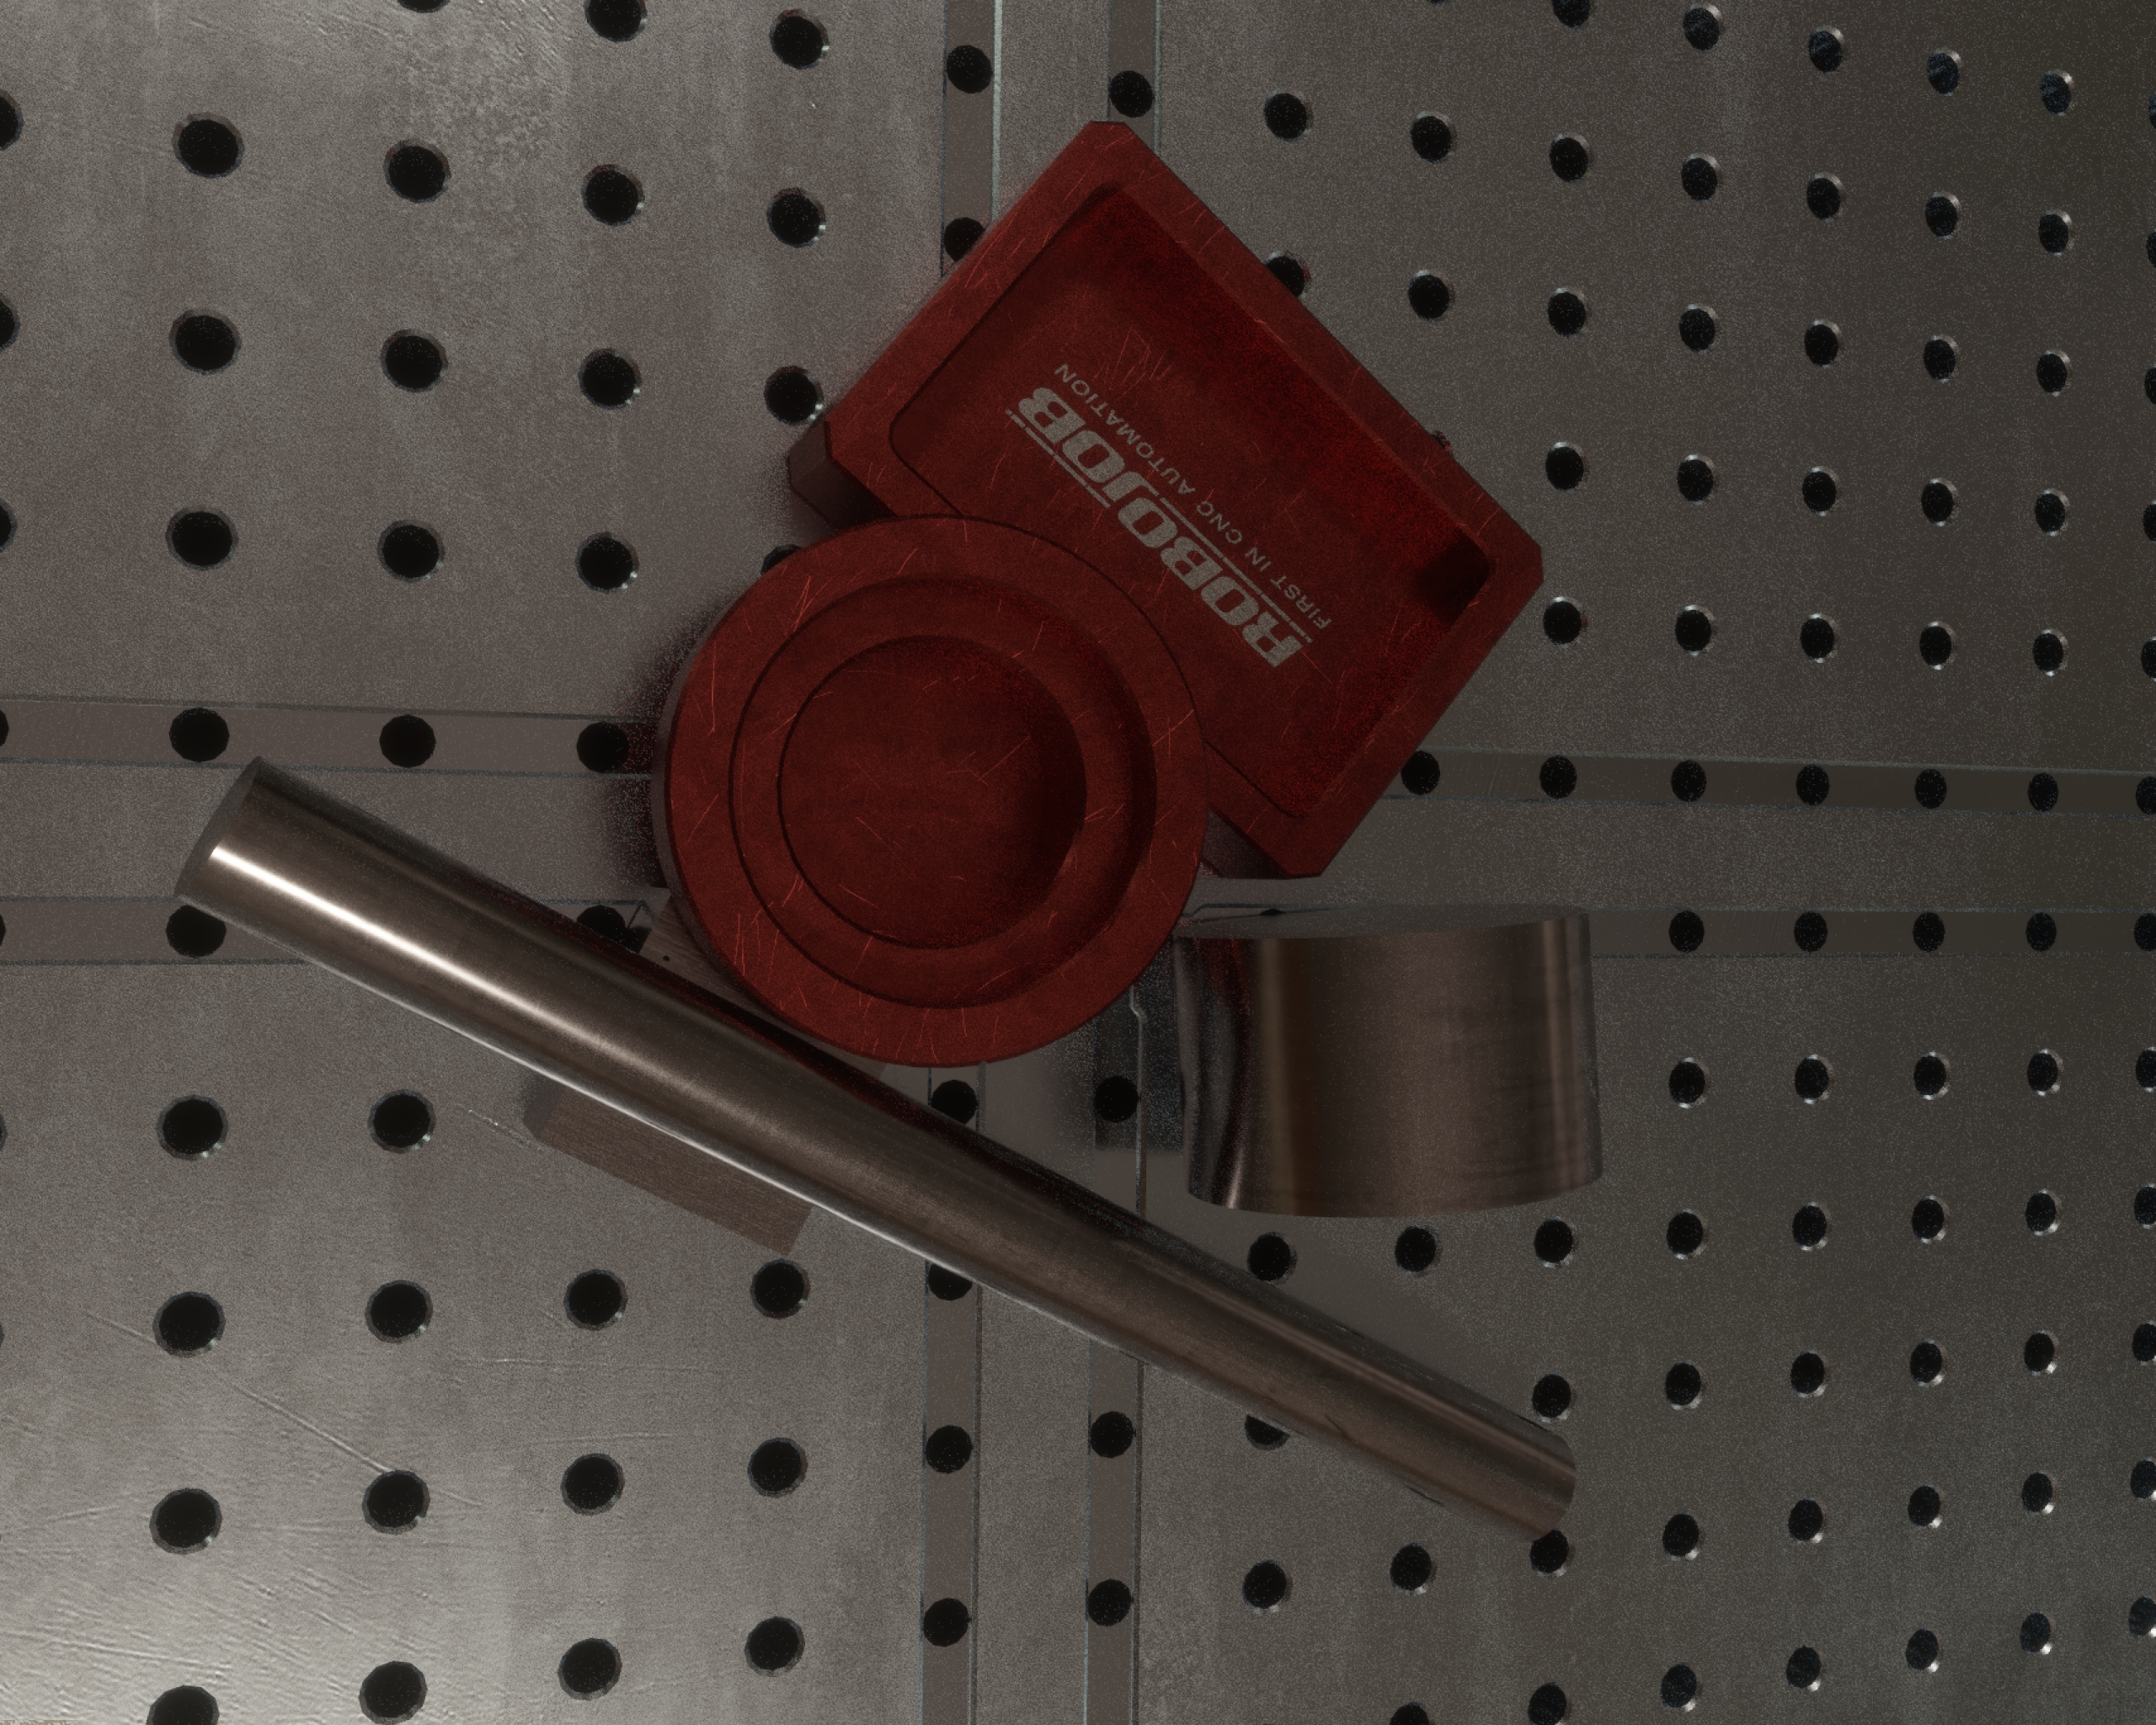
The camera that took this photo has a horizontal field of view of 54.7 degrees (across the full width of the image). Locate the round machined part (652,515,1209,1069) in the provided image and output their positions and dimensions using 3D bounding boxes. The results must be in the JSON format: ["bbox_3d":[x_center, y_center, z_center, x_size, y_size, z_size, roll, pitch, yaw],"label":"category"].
[{"bbox_3d":[-0.029,-0.013,0.385,0.099,0.042,0.097,0,90,-18],"label":"round machined part"}]

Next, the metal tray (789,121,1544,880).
[{"bbox_3d":[0.020,-0.069,0.418,0.130,0.030,0.090,42,76,-15],"label":"metal tray"}]

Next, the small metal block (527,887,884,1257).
[{"bbox_3d":[-0.067,0.038,0.389,0.050,0.025,0.050,30,80,-18],"label":"small metal block"}]

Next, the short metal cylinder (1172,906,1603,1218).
[{"bbox_3d":[0.059,0.036,0.405,0.081,0.080,0.050,-4,92,-20],"label":"short metal cylinder"}]

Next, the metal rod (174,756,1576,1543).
[{"bbox_3d":[-0.017,0.065,0.386,0.301,0.025,0.025,32,80,-26],"label":"metal rod"}]
